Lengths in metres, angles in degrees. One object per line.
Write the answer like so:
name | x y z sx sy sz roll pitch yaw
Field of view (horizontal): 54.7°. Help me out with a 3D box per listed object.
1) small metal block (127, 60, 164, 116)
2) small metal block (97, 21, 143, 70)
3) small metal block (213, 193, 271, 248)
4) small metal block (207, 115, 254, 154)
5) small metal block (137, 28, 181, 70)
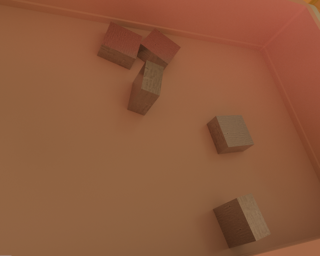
small metal block | -0.019 -0.053 0.413 0.025 0.050 0.050 20 54 -17
small metal block | -0.058 -0.119 0.449 0.050 0.025 0.050 22 54 -16
small metal block | 0.097 0.113 0.375 0.025 0.050 0.050 -8 66 -32
small metal block | 0.104 0.009 0.458 0.050 0.025 0.050 -3 63 -30
small metal block | -0.003 -0.119 0.478 0.050 0.025 0.050 36 51 -5
